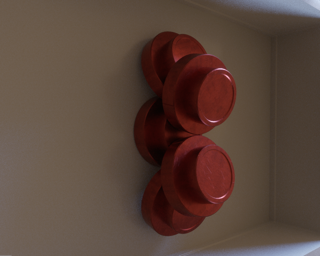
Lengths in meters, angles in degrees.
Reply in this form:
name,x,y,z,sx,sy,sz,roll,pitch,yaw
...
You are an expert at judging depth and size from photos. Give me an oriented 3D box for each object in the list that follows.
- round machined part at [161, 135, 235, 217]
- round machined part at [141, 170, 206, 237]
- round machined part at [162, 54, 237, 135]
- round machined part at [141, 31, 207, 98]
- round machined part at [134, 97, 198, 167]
name,x,y,z,sx,sy,sz,roll,pitch,yaw
round machined part,0.052,0.056,0.371,0.099,0.042,0.098,11,72,-38
round machined part,0.028,0.096,0.399,0.099,0.042,0.097,-15,114,-36
round machined part,0.054,-0.039,0.372,0.099,0.042,0.097,-13,110,-37
round machined part,0.028,-0.082,0.402,0.099,0.042,0.098,16,64,-35
round machined part,0.018,0.004,0.408,0.099,0.042,0.097,1,88,-40
